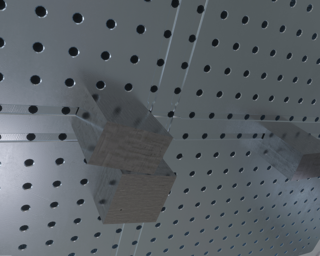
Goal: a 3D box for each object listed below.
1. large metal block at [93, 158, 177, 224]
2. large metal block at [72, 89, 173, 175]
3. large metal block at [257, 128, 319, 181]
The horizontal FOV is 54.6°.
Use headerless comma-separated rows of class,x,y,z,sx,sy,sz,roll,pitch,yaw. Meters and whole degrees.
large metal block,-0.036,0.083,0.426,0.081,0.050,0.080,9,114,-32
large metal block,-0.045,0.004,0.353,0.081,0.080,0.050,15,111,-34
large metal block,0.229,0.041,0.525,0.081,0.080,0.050,-2,119,-28
